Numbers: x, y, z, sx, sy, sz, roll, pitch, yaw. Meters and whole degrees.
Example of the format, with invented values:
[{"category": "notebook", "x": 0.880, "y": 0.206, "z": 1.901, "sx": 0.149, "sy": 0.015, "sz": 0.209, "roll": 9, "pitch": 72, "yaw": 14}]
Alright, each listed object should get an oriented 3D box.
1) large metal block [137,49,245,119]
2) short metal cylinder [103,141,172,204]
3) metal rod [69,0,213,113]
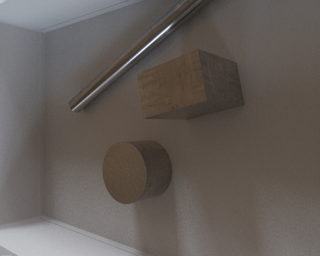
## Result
[{"category": "large metal block", "x": 0.034, "y": -0.042, "z": 0.341, "sx": 0.080, "sy": 0.081, "sz": 0.050, "roll": -14, "pitch": 81, "yaw": 39}, {"category": "short metal cylinder", "x": -0.031, "y": 0.057, "z": 0.414, "sx": 0.080, "sy": 0.050, "sz": 0.079, "roll": 0, "pitch": 90, "yaw": 39}, {"category": "metal rod", "x": -0.038, "y": -0.102, "z": 0.435, "sx": 0.299, "sy": 0.025, "sz": 0.025, "roll": -32, "pitch": 70, "yaw": 35}]
